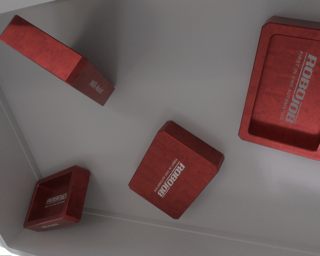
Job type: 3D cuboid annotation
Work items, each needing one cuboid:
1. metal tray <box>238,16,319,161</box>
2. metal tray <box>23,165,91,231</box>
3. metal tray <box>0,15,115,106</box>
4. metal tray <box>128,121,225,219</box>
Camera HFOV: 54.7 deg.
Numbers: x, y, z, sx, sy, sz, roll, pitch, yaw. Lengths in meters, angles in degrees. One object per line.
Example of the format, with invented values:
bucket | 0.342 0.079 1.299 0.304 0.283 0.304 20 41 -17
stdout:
metal tray | 0.137 -0.037 0.310 0.090 0.030 0.129 16 125 19
metal tray | -0.179 0.124 0.536 0.130 0.090 0.030 -23 138 36
metal tray | -0.111 -0.071 0.363 0.090 0.130 0.030 32 87 7
metal tray | 0.018 0.063 0.435 0.090 0.030 0.129 34 129 6
